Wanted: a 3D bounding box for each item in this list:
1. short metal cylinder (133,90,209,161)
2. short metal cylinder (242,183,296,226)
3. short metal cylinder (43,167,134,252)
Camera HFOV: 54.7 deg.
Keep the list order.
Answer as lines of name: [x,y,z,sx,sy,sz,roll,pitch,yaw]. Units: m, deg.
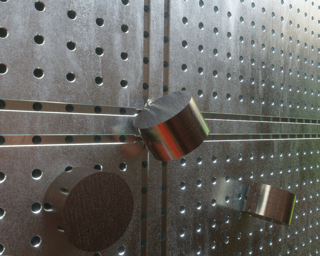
short metal cylinder: [0.014,-0.004,0.387,0.080,0.080,0.050,-45,118,-31]
short metal cylinder: [0.187,0.131,0.534,0.080,0.080,0.050,30,71,-36]
short metal cylinder: [-0.076,0.084,0.331,0.081,0.050,0.079,0,90,-40]
